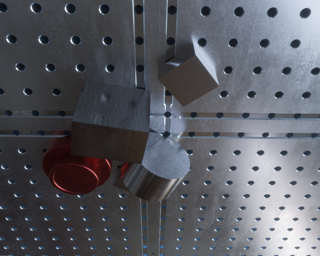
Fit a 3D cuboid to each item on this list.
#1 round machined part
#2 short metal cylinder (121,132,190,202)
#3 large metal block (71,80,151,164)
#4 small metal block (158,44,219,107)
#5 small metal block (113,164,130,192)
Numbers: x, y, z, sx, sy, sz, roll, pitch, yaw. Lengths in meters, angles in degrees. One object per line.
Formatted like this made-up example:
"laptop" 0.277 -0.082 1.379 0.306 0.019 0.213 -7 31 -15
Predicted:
"round machined part" -0.121 0.060 0.450 0.099 0.042 0.097 0 130 0
"short metal cylinder" -0.007 0.052 0.420 0.081 0.080 0.050 19 128 -16
"large metal block" -0.056 -0.008 0.368 0.081 0.080 0.050 9 130 -8
"small metal block" 0.033 -0.060 0.361 0.050 0.025 0.050 -30 124 23
"small metal block" -0.037 0.073 0.473 0.050 0.025 0.050 25 126 -20
